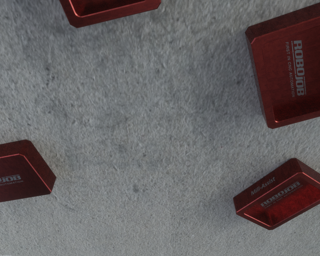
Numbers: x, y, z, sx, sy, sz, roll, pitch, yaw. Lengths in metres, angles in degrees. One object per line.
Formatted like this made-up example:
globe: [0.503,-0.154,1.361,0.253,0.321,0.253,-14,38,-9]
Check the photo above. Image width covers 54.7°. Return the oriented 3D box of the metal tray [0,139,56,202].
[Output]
metal tray: [-0.236,0.069,0.459,0.131,0.030,0.090,-11,130,8]

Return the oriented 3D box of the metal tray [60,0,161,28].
metal tray: [-0.057,-0.161,0.265,0.090,0.030,0.129,-11,130,8]

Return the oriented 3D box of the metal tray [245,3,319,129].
metal tray: [0.156,-0.064,0.351,0.090,0.030,0.130,-16,129,13]

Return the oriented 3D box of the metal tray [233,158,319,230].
metal tray: [0.197,0.111,0.501,0.090,0.030,0.129,30,124,-24]
